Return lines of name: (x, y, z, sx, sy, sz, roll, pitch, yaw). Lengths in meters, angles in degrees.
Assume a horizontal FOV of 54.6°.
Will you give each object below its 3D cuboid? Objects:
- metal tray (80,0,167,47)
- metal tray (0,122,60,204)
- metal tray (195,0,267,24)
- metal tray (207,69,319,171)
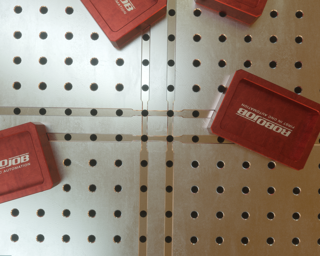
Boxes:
metal tray: (-0.062, -0.186, 0.410, 0.090, 0.030, 0.130, -36, 90, 0)
metal tray: (-0.210, 0.052, 0.409, 0.131, 0.030, 0.090, -16, 90, 0)
metal tray: (0.111, -0.217, 0.411, 0.090, 0.030, 0.130, 22, 90, 0)
metal tray: (0.141, -0.010, 0.411, 0.130, 0.030, 0.090, 24, 90, 0)
